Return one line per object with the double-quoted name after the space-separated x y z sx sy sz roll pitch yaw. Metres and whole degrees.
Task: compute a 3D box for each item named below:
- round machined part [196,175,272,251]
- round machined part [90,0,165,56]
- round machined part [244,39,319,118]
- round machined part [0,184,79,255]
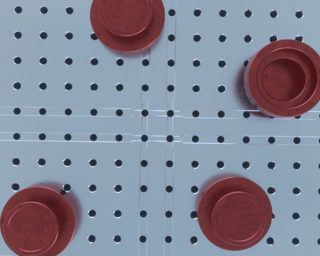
0.098 0.113 0.406 0.099 0.042 0.097 0 90 0 "round machined part"
-0.043 -0.148 0.405 0.099 0.042 0.097 0 90 0 "round machined part"
0.158 -0.062 0.406 0.099 0.042 0.097 0 90 0 "round machined part"
-0.160 0.125 0.404 0.099 0.042 0.097 0 90 0 "round machined part"
